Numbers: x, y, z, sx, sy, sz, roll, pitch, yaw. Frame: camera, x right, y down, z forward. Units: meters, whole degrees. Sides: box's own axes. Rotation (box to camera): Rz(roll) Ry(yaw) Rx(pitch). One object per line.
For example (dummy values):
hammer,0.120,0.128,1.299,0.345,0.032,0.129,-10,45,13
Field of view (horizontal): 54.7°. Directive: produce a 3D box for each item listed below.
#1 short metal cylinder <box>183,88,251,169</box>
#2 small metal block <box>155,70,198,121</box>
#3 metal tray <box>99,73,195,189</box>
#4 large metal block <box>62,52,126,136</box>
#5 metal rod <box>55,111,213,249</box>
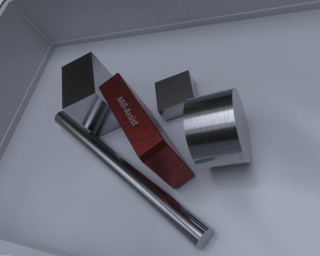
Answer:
short metal cylinder,0.063,0.001,0.334,0.050,0.080,0.080,-11,57,23
small metal block,0.023,-0.044,0.416,0.050,0.025,0.050,-18,55,17
metal tray,-0.017,0.002,0.367,0.030,0.090,0.130,-37,51,3
large metal block,-0.094,-0.047,0.444,0.050,0.080,0.080,-24,53,14
metal rod,-0.055,0.048,0.402,0.300,0.025,0.025,32,80,37
